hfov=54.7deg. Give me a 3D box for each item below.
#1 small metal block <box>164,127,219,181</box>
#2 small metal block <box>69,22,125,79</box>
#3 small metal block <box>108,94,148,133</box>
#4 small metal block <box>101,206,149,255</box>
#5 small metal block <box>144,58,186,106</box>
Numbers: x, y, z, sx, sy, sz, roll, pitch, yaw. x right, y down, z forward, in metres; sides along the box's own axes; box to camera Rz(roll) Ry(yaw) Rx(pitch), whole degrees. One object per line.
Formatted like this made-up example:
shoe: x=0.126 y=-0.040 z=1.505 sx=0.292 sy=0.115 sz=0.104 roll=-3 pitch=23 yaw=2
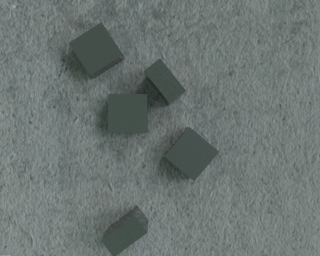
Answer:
small metal block: x=0.041 y=0.034 z=0.411 sx=0.050 sy=0.025 sz=0.050 roll=40 pitch=90 yaw=-1
small metal block: x=-0.082 y=-0.101 z=0.409 sx=0.050 sy=0.025 sz=0.050 roll=-33 pitch=90 yaw=0
small metal block: x=-0.042 y=-0.019 z=0.409 sx=0.050 sy=0.025 sz=0.050 roll=0 pitch=90 yaw=-1
small metal block: x=-0.043 y=0.131 z=0.397 sx=0.050 sy=0.050 sz=0.025 roll=-36 pitch=90 yaw=0
small metal block: x=0.006 y=-0.057 z=0.398 sx=0.025 sy=0.050 sz=0.050 roll=-39 pitch=91 yaw=0
